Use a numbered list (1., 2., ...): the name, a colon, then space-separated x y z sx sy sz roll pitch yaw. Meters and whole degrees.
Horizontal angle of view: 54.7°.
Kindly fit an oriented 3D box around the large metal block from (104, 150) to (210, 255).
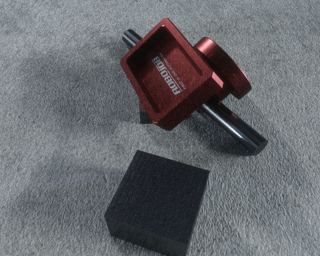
1. large metal block: 0.000 0.078 0.321 0.080 0.050 0.080 15 52 12

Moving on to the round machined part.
1. round machined part: 0.077 -0.075 0.430 0.042 0.098 0.098 -42 56 8

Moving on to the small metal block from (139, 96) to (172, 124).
1. small metal block: -0.003 -0.033 0.431 0.050 0.025 0.050 -3 50 -2

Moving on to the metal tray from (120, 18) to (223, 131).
1. metal tray: 0.009 -0.071 0.396 0.090 0.030 0.130 -40 53 14

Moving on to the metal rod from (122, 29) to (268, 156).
1. metal rod: 0.035 -0.067 0.460 0.025 0.025 0.300 -30 56 -23
